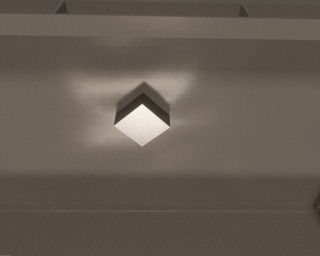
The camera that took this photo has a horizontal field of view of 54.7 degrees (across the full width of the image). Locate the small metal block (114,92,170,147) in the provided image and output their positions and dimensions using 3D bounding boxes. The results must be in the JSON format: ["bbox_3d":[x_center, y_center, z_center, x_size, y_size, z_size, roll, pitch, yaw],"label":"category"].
[{"bbox_3d":[-0.023,-0.010,0.400,0.050,0.025,0.050,-35,122,26],"label":"small metal block"}]
